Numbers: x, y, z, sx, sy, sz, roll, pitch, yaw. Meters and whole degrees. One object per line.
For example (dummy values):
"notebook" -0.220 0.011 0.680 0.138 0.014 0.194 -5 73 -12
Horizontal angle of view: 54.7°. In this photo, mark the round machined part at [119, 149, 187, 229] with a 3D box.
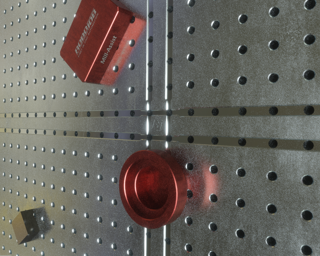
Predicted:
"round machined part" -0.004 0.076 0.402 0.098 0.042 0.097 0 90 40

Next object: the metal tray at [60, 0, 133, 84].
"metal tray" -0.105 -0.147 0.493 0.090 0.030 0.129 47 118 29

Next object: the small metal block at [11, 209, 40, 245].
"small metal block" -0.278 0.204 0.640 0.050 0.025 0.050 -45 63 30
